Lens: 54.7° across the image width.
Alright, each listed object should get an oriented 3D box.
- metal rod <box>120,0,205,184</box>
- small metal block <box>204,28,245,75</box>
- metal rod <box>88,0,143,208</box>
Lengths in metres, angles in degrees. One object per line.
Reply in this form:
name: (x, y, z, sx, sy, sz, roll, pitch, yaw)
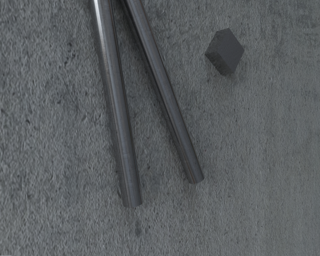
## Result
metal rod: (0.002, -0.059, 0.408, 0.025, 0.025, 0.298, -34, 111, -35)
small metal block: (0.104, -0.121, 0.494, 0.050, 0.025, 0.050, 42, 64, -32)
metal rod: (-0.054, -0.054, 0.360, 0.025, 0.025, 0.298, -14, 99, -39)
